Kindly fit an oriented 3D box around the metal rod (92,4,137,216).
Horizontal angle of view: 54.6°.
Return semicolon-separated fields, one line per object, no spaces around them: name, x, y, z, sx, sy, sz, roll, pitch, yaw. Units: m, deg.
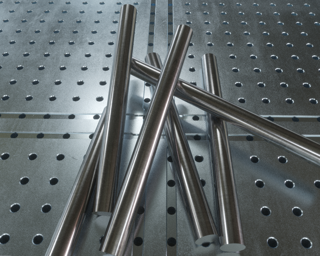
metal rod;-0.054;-0.042;0.398;0.025;0.025;0.299;2;64;2

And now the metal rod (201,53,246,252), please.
metal rod;0.075;0.004;0.404;0.025;0.025;0.300;1;50;1

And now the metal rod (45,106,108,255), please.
metal rod;-0.091;0.091;0.330;0.025;0.025;0.300;8;50;6

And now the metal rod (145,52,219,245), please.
metal rod;0.018;0.000;0.407;0.025;0.025;0.300;-9;51;-7

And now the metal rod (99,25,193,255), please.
metal rod;-0.007;-0.005;0.368;0.025;0.025;0.300;13;64;10

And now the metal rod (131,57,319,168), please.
metal rod;0.075;-0.027;0.396;0.300;0.025;0.025;29;56;22
